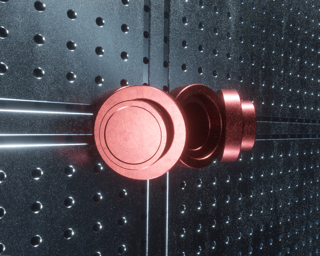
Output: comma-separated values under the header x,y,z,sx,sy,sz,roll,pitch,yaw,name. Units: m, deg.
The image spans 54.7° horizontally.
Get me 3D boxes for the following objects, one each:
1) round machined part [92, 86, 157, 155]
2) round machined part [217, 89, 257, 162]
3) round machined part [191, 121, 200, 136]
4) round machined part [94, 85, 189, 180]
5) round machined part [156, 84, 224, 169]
x,y,z,sx,sy,sz,roll,pitch,yaw,name
-0.029,-0.003,0.375,0.099,0.042,0.097,0,90,-40,round machined part
0.100,-0.004,0.417,0.042,0.098,0.097,0,90,0,round machined part
0.047,-0.003,0.439,0.099,0.042,0.097,0,90,-40,round machined part
-0.022,0.005,0.315,0.042,0.098,0.097,-21,107,-77,round machined part
0.033,-0.002,0.372,0.099,0.042,0.097,0,90,-40,round machined part
